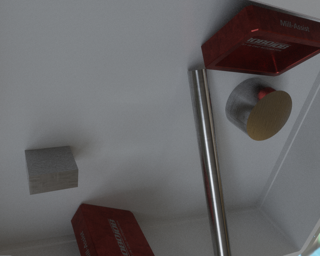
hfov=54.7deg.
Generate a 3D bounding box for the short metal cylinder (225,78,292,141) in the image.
[{"bbox_3d":[0.145,-0.028,0.457,0.081,0.050,0.079,-14,125,-21],"label":"short metal cylinder"}]

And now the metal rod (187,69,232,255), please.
[{"bbox_3d":[0.071,0.071,0.419,0.025,0.025,0.298,-13,101,-22],"label":"metal rod"}]

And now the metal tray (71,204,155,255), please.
[{"bbox_3d":[-0.058,0.160,0.409,0.091,0.130,0.030,21,107,-36],"label":"metal tray"}]

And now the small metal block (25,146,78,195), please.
[{"bbox_3d":[-0.125,0.046,0.354,0.050,0.050,0.025,-5,121,-26],"label":"small metal block"}]

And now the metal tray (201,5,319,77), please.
[{"bbox_3d":[0.129,-0.100,0.380,0.131,0.030,0.090,0,163,-29],"label":"metal tray"}]
